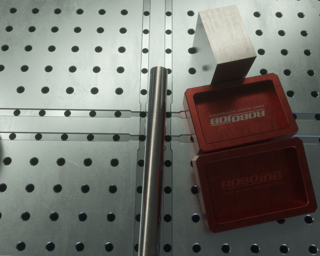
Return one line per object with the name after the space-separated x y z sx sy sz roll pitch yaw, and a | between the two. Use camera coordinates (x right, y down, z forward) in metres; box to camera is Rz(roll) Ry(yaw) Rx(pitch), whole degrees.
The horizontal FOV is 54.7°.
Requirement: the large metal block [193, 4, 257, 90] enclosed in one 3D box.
0.083 -0.104 0.422 0.050 0.080 0.080 -13 71 -5 | large metal block

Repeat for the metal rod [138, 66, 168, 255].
-0.008 0.059 0.390 0.025 0.025 0.299 3 70 1 | metal rod

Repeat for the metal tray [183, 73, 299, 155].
0.105 -0.018 0.416 0.131 0.030 0.090 -11 70 -5 | metal tray

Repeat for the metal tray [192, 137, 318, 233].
0.112 0.067 0.374 0.131 0.030 0.089 -10 85 -4 | metal tray
